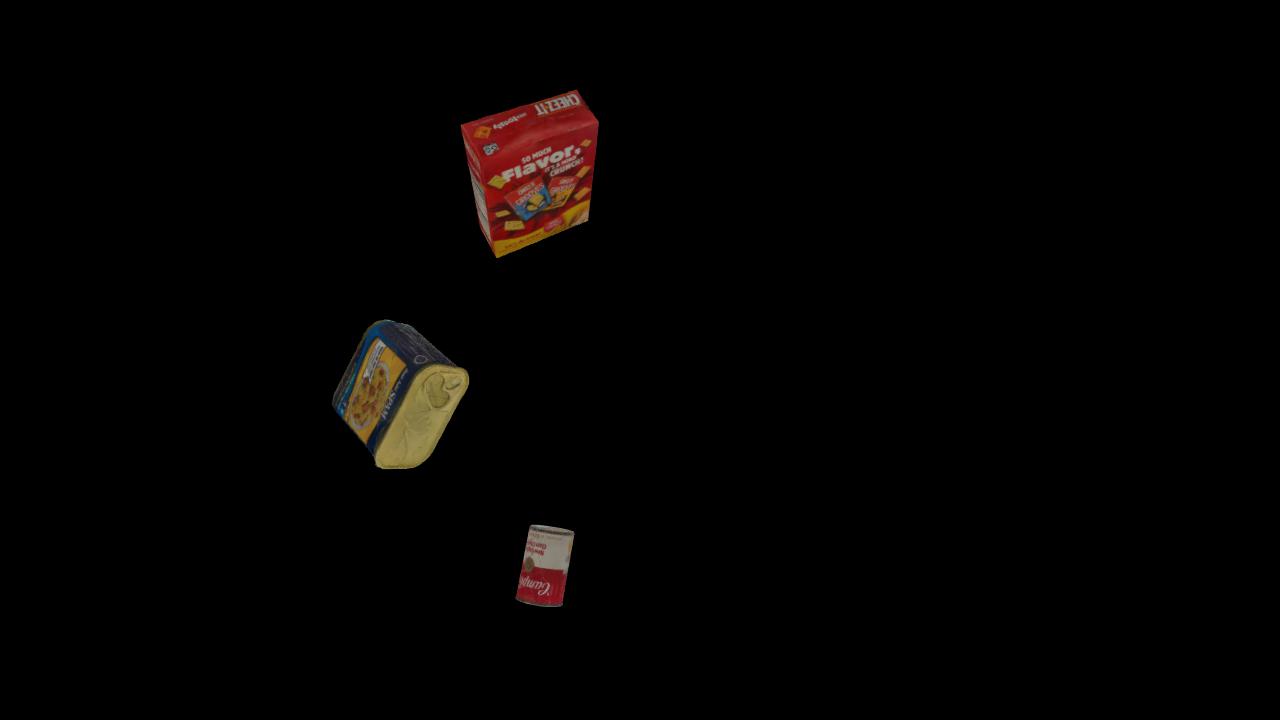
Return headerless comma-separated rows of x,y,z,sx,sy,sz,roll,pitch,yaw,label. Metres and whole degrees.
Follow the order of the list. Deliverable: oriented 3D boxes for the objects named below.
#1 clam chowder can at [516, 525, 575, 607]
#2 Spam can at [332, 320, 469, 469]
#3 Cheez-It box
-0.135,0.293,0.880,0.068,0.102,0.068,9,-12,2,clam chowder can
-0.208,0.028,0.528,0.085,0.101,0.058,35,9,29,Spam can
-0.152,-0.256,0.872,0.166,0.071,0.223,-26,-17,-17,Cheez-It box
